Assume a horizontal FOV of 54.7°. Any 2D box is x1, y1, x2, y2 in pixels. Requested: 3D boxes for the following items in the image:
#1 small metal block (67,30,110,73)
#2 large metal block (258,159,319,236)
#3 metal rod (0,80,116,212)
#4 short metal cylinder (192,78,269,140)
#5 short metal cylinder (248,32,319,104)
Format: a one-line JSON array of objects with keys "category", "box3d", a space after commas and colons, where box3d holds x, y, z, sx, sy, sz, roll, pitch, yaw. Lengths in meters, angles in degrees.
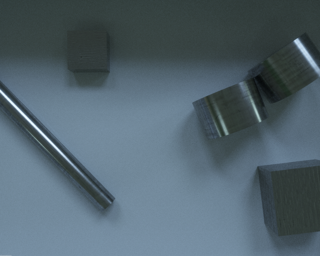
[{"category": "small metal block", "box3d": [-0.094, -0.101, 0.410, 0.050, 0.025, 0.050, -1, 90, -1]}, {"category": "large metal block", "box3d": [0.179, 0.087, 0.401, 0.081, 0.050, 0.079, -7, 90, -1]}, {"category": "metal rod", "box3d": [-0.173, -0.005, 0.409, 0.025, 0.025, 0.300, -44, 91, 0]}, {"category": "short metal cylinder", "box3d": [0.087, -0.023, 0.385, 0.080, 0.080, 0.050, -22, 90, 0]}, {"category": "short metal cylinder", "box3d": [0.158, -0.074, 0.386, 0.080, 0.080, 0.050, -35, 90, 0]}]
